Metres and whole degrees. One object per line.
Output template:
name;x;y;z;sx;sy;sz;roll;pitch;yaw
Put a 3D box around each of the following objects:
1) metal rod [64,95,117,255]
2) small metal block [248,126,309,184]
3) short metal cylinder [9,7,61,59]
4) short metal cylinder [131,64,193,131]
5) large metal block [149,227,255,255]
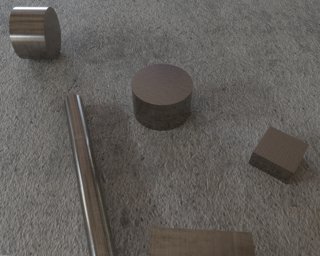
metal rod;-0.076;0.072;0.341;0.025;0.025;0.299;-13;51;-11
small metal block;0.145;0.032;0.378;0.050;0.025;0.050;29;56;22
short metal cylinder;-0.195;-0.150;0.491;0.050;0.080;0.080;0;50;0
short metal cylinder;0.003;-0.043;0.423;0.081;0.050;0.080;0;50;0
large metal block;0.031;0.126;0.262;0.080;0.080;0.050;3;50;2
